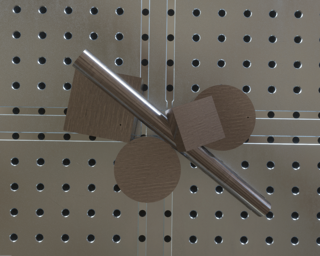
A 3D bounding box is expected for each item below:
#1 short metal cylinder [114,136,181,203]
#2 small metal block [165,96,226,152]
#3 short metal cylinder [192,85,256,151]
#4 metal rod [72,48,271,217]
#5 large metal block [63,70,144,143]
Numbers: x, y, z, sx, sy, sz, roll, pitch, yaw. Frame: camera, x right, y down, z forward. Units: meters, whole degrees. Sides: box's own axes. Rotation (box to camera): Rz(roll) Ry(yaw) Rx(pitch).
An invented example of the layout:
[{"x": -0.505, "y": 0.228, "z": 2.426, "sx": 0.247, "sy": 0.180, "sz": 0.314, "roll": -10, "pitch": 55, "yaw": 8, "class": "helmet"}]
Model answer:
[{"x": -0.015, "y": 0.050, "z": 0.397, "sx": 0.081, "sy": 0.050, "sz": 0.079, "roll": 0, "pitch": 90, "yaw": 0, "class": "short metal cylinder"}, {"x": 0.040, "y": -0.004, "z": 0.353, "sx": 0.050, "sy": 0.025, "sz": 0.050, "roll": -18, "pitch": 90, "yaw": -18, "class": "small metal block"}, {"x": 0.075, "y": -0.013, "z": 0.398, "sx": 0.081, "sy": 0.050, "sz": 0.079, "roll": 0, "pitch": 90, "yaw": 0, "class": "short metal cylinder"}, {"x": 0.025, "y": 0.015, "z": 0.375, "sx": 0.301, "sy": 0.025, "sz": 0.025, "roll": 39, "pitch": 90, "yaw": -14, "class": "metal rod"}, {"x": -0.068, "y": -0.029, "z": 0.395, "sx": 0.080, "sy": 0.050, "sz": 0.080, "roll": 11, "pitch": 90, "yaw": 0, "class": "large metal block"}]
